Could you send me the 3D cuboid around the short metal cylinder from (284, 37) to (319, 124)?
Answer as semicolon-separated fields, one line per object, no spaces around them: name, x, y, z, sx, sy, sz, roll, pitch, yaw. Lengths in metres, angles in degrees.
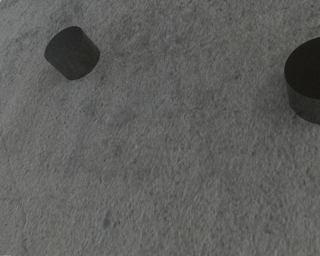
short metal cylinder;0.176;-0.050;0.326;0.080;0.050;0.080;-13;56;20

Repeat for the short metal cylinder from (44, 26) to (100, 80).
short metal cylinder;-0.154;-0.132;0.547;0.080;0.050;0.080;-13;56;20
